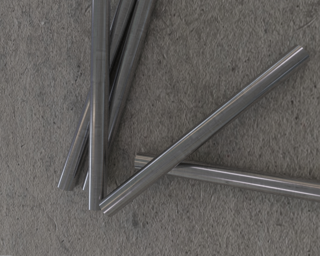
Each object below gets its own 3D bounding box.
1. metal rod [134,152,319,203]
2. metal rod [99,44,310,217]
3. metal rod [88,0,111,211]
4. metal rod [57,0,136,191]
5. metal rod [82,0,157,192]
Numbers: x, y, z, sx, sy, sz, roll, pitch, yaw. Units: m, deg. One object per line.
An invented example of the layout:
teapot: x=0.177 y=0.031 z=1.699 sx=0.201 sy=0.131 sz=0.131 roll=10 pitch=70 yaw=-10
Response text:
metal rod: x=0.112 y=0.062 z=0.369 sx=0.301 sy=0.025 sz=0.025 roll=7 pitch=93 yaw=19
metal rod: x=0.047 y=0.009 z=0.372 sx=0.300 sy=0.025 sz=0.025 roll=-39 pitch=78 yaw=8
metal rod: x=-0.080 y=-0.043 z=0.409 sx=0.025 sy=0.025 sz=0.298 roll=1 pitch=90 yaw=20
metal rod: x=-0.089 y=-0.051 z=0.440 sx=0.025 sy=0.025 sz=0.298 roll=23 pitch=97 yaw=18
metal rod: x=-0.055 y=-0.053 z=0.428 sx=0.025 sy=0.025 sz=0.298 roll=20 pitch=96 yaw=19
